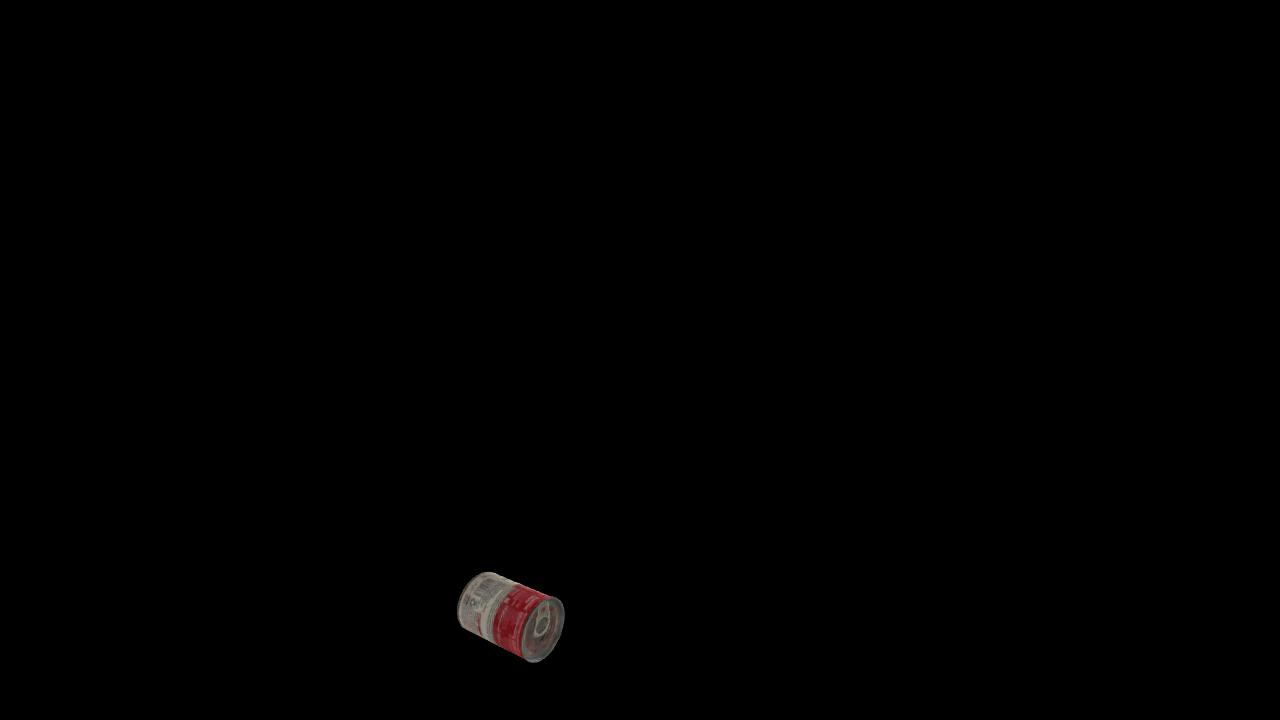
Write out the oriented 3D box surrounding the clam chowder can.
[{"bbox_3d":[-0.144,0.281,0.680,0.102,0.068,0.068,7,4,32],"label":"clam chowder can"}]
